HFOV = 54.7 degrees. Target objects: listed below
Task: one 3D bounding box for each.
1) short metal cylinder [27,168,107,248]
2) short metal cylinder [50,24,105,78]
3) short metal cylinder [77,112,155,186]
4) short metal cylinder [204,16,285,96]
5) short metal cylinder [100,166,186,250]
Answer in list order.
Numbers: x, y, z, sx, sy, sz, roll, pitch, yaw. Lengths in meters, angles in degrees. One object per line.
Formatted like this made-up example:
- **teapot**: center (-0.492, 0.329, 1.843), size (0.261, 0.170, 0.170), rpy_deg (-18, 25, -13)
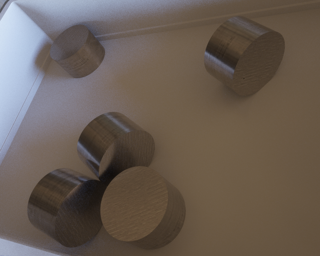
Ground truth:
- **short metal cylinder**: center (-0.107, 0.093, 0.369), size (0.050, 0.080, 0.080), rpy_deg (14, 69, 34)
- **short metal cylinder**: center (-0.146, -0.136, 0.550), size (0.080, 0.050, 0.080), rpy_deg (-13, 56, 21)
- **short metal cylinder**: center (-0.053, 0.027, 0.382), size (0.080, 0.080, 0.050), rpy_deg (-50, 52, -7)
- **short metal cylinder**: center (0.100, -0.086, 0.370), size (0.080, 0.080, 0.050), rpy_deg (-43, 51, -1)
- **short metal cylinder**: center (-0.018, 0.089, 0.345), size (0.080, 0.050, 0.080), rpy_deg (-13, 56, 21)
